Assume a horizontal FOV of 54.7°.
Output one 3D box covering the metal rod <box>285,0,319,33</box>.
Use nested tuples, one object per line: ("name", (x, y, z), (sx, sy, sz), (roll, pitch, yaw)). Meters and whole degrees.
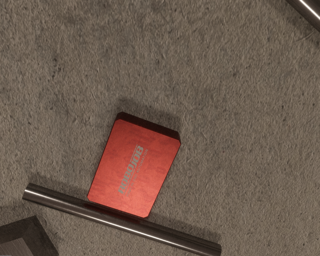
("metal rod", (0.183, -0.135, 0.362), (0.301, 0.025, 0.025), (36, 106, -13))

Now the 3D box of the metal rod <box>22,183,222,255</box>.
("metal rod", (-0.050, 0.142, 0.461), (0.302, 0.025, 0.025), (20, 109, -8))

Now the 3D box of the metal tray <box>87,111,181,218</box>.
("metal tray", (-0.037, 0.053, 0.426), (0.091, 0.030, 0.129), (20, 109, -8))

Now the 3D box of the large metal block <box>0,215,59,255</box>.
("large metal block", (-0.213, 0.188, 0.463), (0.080, 0.050, 0.080), (-19, 109, 6))
